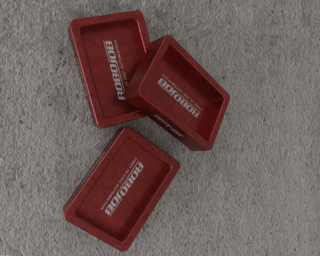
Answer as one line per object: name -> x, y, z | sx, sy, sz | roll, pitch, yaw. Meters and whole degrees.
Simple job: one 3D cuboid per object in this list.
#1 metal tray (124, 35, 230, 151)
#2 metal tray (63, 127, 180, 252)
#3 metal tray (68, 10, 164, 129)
metal tray -> 0.028, -0.040, 0.389 | 0.130, 0.030, 0.090 | 38, 63, -30
metal tray -> -0.046, 0.074, 0.389 | 0.090, 0.030, 0.130 | 37, 78, -16
metal tray -> -0.052, -0.072, 0.386 | 0.091, 0.030, 0.129 | -16, 96, -19
